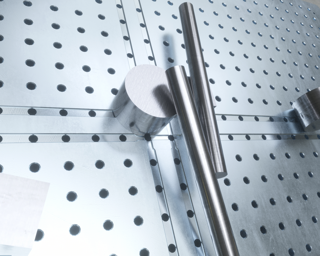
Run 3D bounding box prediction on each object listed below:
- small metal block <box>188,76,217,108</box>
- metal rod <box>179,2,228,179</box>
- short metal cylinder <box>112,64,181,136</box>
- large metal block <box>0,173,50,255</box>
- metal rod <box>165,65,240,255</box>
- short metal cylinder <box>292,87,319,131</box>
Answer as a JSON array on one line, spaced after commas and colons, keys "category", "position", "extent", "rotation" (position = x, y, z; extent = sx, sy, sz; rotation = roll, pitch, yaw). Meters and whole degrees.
[{"category": "small metal block", "position": [0.051, -0.049, 0.465], "extent": [0.050, 0.025, 0.050], "rotation": [1, 61, -28]}, {"category": "metal rod", "position": [0.057, -0.072, 0.450], "extent": [0.025, 0.025, 0.299], "rotation": [9, 58, -24]}, {"category": "short metal cylinder", "position": [-0.016, -0.036, 0.405], "extent": [0.081, 0.050, 0.080], "rotation": [14, 56, -21]}, {"category": "large metal block", "position": [-0.143, 0.073, 0.252], "extent": [0.081, 0.080, 0.050], "rotation": [17, 55, -19]}, {"category": "metal rod", "position": [0.056, 0.070, 0.357], "extent": [0.025, 0.025, 0.299], "rotation": [-8, 78, -32]}, {"category": "short metal cylinder", "position": [0.284, -0.034, 0.546], "extent": [0.081, 0.080, 0.050], "rotation": [-3, 63, -29]}]
